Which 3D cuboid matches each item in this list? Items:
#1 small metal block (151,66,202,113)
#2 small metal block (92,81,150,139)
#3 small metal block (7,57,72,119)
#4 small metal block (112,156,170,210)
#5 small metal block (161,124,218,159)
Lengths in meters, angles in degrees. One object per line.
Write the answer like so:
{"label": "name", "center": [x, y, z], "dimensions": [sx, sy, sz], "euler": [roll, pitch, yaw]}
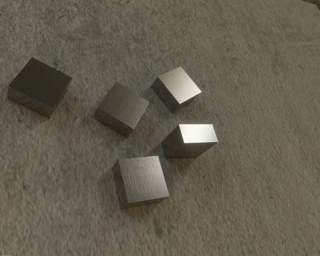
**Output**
{"label": "small metal block", "center": [0.024, -0.057, 0.453], "dimensions": [0.050, 0.025, 0.050], "euler": [-31, 79, -38]}
{"label": "small metal block", "center": [-0.049, -0.023, 0.393], "dimensions": [0.050, 0.025, 0.050], "euler": [32, 51, -8]}
{"label": "small metal block", "center": [-0.138, -0.046, 0.358], "dimensions": [0.050, 0.025, 0.050], "euler": [27, 52, -11]}
{"label": "small metal block", "center": [-0.023, 0.062, 0.355], "dimensions": [0.050, 0.025, 0.050], "euler": [-2, 63, -30]}
{"label": "small metal block", "center": [0.037, 0.018, 0.399], "dimensions": [0.050, 0.050, 0.025], "euler": [0, 62, -29]}
